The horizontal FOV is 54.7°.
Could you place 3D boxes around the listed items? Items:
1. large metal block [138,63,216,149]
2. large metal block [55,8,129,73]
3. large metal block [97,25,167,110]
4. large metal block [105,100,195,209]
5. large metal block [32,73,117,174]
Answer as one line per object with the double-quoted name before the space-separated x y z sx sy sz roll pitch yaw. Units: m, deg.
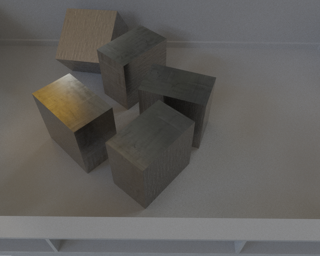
"large metal block" 0.021 -0.027 0.392 0.080 0.080 0.050 15 52 12
"large metal block" -0.101 -0.129 0.469 0.080 0.050 0.080 8 82 14
"large metal block" -0.037 -0.086 0.442 0.050 0.080 0.080 35 58 25
"large metal block" -0.009 0.029 0.345 0.050 0.080 0.080 34 58 24
"large metal block" -0.098 -0.005 0.372 0.080 0.080 0.050 37 59 26
